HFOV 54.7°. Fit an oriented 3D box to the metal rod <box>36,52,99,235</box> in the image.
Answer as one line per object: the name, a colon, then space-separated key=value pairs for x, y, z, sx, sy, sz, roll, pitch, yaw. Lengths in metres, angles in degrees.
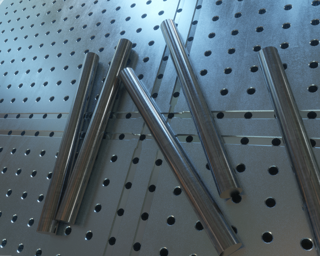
metal rod: x=-0.133 y=0.005 z=0.472 sx=0.025 sy=0.025 sz=0.299 roll=-8 pitch=58 yaw=24

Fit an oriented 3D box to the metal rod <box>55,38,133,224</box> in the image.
metal rod: x=-0.090 y=-0.011 z=0.460 sx=0.025 sy=0.025 sz=0.300 roll=-1 pitch=61 yaw=27

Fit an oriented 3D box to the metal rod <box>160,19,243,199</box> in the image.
metal rod: x=0.044 y=-0.049 z=0.413 sx=0.025 sy=0.025 sz=0.299 roll=-24 pitch=53 yaw=13

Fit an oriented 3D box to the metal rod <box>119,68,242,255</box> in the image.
metal rod: x=0.008 y=0.017 z=0.392 sx=0.025 sy=0.025 sz=0.300 roll=-35 pitch=52 yaw=5

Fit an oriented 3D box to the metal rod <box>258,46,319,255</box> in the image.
metal rod: x=0.144 y=0.031 z=0.313 sx=0.025 sy=0.025 sz=0.299 roll=-16 pitch=55 yaw=19
